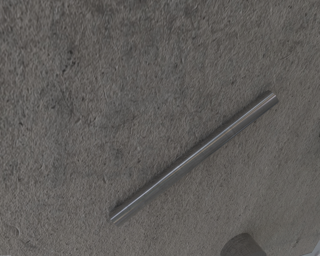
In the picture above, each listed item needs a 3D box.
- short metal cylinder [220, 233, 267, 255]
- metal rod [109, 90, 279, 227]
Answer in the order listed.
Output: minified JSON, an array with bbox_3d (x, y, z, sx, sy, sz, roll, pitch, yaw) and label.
[{"bbox_3d":[0.176,0.271,0.655,0.081,0.050,0.079,-14,124,-21],"label":"short metal cylinder"},{"bbox_3d":[0.052,0.044,0.462,0.301,0.025,0.025,-37,129,-3],"label":"metal rod"}]
